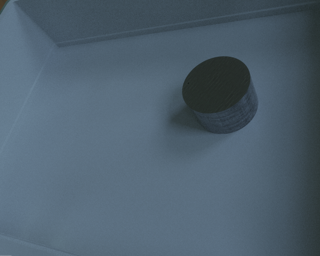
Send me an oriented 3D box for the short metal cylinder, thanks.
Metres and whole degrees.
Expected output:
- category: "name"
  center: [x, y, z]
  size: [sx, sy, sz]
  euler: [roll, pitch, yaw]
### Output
- category: "short metal cylinder"
  center: [0.074, -0.039, 0.376]
  size: [0.080, 0.050, 0.080]
  euler: [-13, 56, 21]
